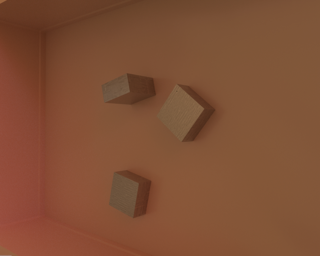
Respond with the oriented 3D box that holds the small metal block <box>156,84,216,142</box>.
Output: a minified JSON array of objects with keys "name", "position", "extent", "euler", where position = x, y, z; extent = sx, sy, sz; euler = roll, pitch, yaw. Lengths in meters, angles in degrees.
[{"name":"small metal block","position":[0.031,-0.018,0.380],"extent":[0.050,0.025,0.050],"euler":[47,118,29]}]

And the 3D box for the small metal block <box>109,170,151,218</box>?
[{"name":"small metal block","position":[-0.043,0.093,0.440],"extent":[0.050,0.025,0.050],"euler":[16,100,38]}]

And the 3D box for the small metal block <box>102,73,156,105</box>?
[{"name":"small metal block","position":[-0.043,-0.052,0.423],"extent":[0.050,0.050,0.025],"euler":[-16,80,38]}]
